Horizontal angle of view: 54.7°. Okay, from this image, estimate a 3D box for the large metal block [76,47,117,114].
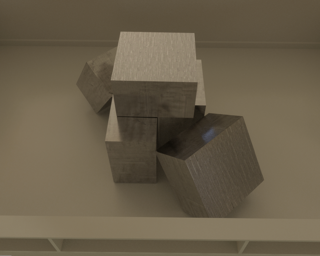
[{"bbox_3d":[-0.058,-0.069,0.415,0.080,0.080,0.050,-35,94,-26],"label":"large metal block"}]

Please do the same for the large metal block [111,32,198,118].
[{"bbox_3d":[-0.004,-0.058,0.331,0.080,0.050,0.080,1,50,1],"label":"large metal block"}]

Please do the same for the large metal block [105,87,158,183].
[{"bbox_3d":[-0.028,0.009,0.360,0.050,0.080,0.080,1,50,0],"label":"large metal block"}]

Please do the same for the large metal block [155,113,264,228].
[{"bbox_3d":[0.054,0.040,0.324,0.080,0.080,0.050,-34,23,-25],"label":"large metal block"}]

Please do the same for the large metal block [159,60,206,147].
[{"bbox_3d":[0.025,-0.030,0.391,0.050,0.080,0.080,1,50,0],"label":"large metal block"}]
